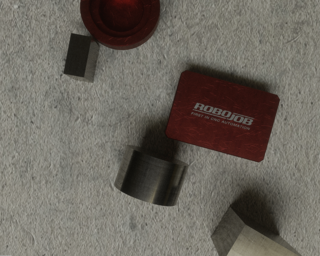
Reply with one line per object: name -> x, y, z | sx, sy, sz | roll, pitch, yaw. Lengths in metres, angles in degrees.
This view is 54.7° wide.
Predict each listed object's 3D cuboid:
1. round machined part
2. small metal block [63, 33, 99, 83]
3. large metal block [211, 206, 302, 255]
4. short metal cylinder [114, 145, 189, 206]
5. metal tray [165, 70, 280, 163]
round machined part -> -0.049, -0.149, 0.401 | 0.099, 0.042, 0.097 | 0, 90, 0
small metal block -> -0.099, -0.088, 0.397 | 0.025, 0.050, 0.050 | 11, 90, 0
large metal block -> 0.117, 0.149, 0.384 | 0.080, 0.080, 0.050 | 31, 90, 0
short metal cylinder -> -0.010, 0.057, 0.383 | 0.080, 0.080, 0.050 | 18, 90, 0
metal tray -> 0.080, -0.015, 0.408 | 0.131, 0.030, 0.090 | 15, 90, 0
